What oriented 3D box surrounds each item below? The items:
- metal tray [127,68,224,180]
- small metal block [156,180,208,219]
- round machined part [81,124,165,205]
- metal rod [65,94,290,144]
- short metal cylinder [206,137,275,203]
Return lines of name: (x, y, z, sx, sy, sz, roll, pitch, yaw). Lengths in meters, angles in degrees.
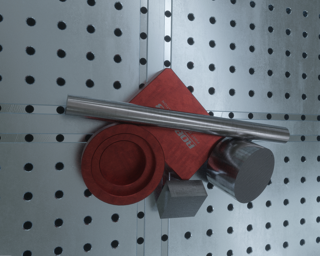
metal tray: (0.018, -0.004, 0.419, 0.090, 0.030, 0.130, -45, 105, -15)
small metal block: (0.028, 0.094, 0.410, 0.050, 0.025, 0.050, 3, 132, -21)
round machined part: (-0.047, 0.041, 0.382, 0.099, 0.042, 0.097, -2, 97, -15)
metal rod: (0.037, -0.007, 0.394, 0.302, 0.025, 0.025, 7, 88, -20)
short metal cylinder: (0.111, 0.055, 0.426, 0.081, 0.050, 0.079, -16, 118, -32)
